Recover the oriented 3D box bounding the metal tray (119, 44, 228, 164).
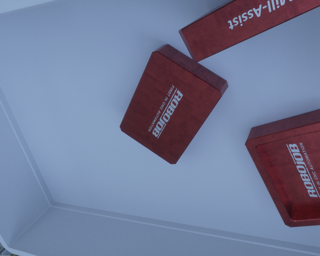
[{"bbox_3d":[0.012,-0.025,0.384,0.090,0.030,0.129,34,129,6],"label":"metal tray"}]

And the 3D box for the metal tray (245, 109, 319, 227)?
[{"bbox_3d":[0.165,0.050,0.349,0.090,0.030,0.130,-19,109,35],"label":"metal tray"}]

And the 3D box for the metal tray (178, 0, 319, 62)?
[{"bbox_3d":[0.089,-0.104,0.254,0.130,0.090,0.030,-19,108,35],"label":"metal tray"}]
